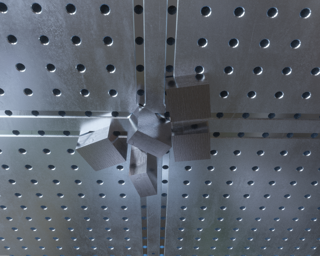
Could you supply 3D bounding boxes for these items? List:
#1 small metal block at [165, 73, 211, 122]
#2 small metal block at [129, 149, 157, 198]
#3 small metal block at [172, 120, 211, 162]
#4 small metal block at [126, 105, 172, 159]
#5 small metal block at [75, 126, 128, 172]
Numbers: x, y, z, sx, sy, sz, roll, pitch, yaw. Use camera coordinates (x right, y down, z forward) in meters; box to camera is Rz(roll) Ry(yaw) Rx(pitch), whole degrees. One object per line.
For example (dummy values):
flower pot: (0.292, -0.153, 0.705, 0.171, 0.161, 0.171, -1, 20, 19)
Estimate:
small metal block: (0.035, -0.037, 0.381, 0.050, 0.025, 0.050, -7, 130, 5)
small metal block: (-0.023, 0.064, 0.449, 0.025, 0.050, 0.050, -13, 129, 10)
small metal block: (0.043, 0.019, 0.429, 0.050, 0.025, 0.050, -5, 130, 4)
small metal block: (-0.013, 0.005, 0.399, 0.050, 0.050, 0.025, 27, 125, -22)
small metal block: (-0.081, 0.030, 0.436, 0.050, 0.025, 0.050, -20, 128, 15)
